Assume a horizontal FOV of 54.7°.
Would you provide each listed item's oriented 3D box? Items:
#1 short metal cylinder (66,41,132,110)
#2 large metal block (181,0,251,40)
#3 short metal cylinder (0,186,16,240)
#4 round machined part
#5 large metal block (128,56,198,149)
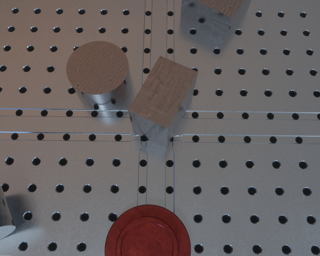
[{"bbox_3d":[-0.081,-0.071,0.424,0.081,0.050,0.080,0,70,0],"label":"short metal cylinder"},{"bbox_3d":[0.088,-0.195,0.470,0.080,0.050,0.080,32,73,11],"label":"large metal block"},{"bbox_3d":[-0.210,0.104,0.343,0.080,0.080,0.050,-26,72,-9],"label":"short metal cylinder"},{"bbox_3d":[-0.014,0.137,0.352,0.099,0.042,0.098,0,70,0],"label":"round machined part"},{"bbox_3d":[0.005,-0.030,0.393,0.050,0.080,0.080,25,72,9],"label":"large metal block"}]
